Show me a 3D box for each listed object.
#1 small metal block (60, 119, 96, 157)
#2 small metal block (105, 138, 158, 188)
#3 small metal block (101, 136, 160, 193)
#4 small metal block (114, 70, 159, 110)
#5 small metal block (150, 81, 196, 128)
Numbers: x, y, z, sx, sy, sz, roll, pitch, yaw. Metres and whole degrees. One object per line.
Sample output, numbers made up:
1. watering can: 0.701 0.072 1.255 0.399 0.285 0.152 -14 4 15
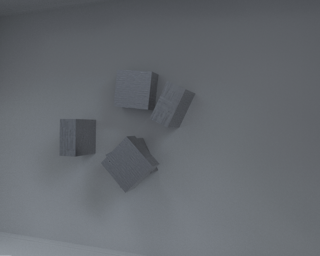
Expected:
1. small metal block: -0.115 0.013 0.436 0.025 0.050 0.050 1 90 20
2. small metal block: -0.038 0.047 0.423 0.050 0.025 0.050 -28 81 17
3. small metal block: -0.038 0.046 0.396 0.050 0.025 0.050 -45 76 14
4. small metal block: -0.032 -0.051 0.421 0.050 0.025 0.050 7 92 19
5. small metal block: 0.017 -0.028 0.390 0.025 0.050 0.050 28 99 17
